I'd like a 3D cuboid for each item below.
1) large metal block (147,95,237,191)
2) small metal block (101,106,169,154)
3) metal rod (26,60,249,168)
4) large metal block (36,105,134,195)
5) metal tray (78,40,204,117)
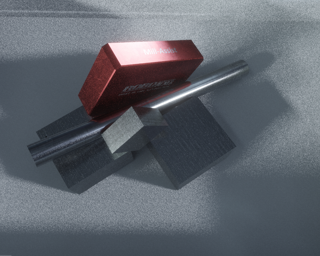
[{"bbox_3d":[0.034,0.019,0.388,0.080,0.050,0.080,-32,73,-11],"label":"large metal block"},{"bbox_3d":[-0.027,0.002,0.342,0.050,0.050,0.025,-40,71,25],"label":"small metal block"},{"bbox_3d":[-0.006,-0.028,0.379,0.302,0.025,0.025,-25,72,-25],"label":"metal rod"},{"bbox_3d":[-0.090,0.023,0.383,0.080,0.050,0.080,-32,73,-11],"label":"large metal block"},{"bbox_3d":[-0.021,-0.060,0.367,0.131,0.090,0.030,-16,69,-40],"label":"metal tray"}]
